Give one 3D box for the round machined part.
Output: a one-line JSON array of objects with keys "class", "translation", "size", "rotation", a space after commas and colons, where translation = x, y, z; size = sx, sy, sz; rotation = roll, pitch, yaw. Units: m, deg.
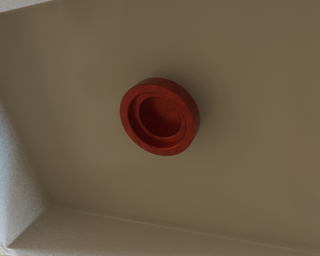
[{"class": "round machined part", "translation": [0.003, -0.017, 0.384], "size": [0.098, 0.042, 0.097], "rotation": [13, 124, 20]}]
